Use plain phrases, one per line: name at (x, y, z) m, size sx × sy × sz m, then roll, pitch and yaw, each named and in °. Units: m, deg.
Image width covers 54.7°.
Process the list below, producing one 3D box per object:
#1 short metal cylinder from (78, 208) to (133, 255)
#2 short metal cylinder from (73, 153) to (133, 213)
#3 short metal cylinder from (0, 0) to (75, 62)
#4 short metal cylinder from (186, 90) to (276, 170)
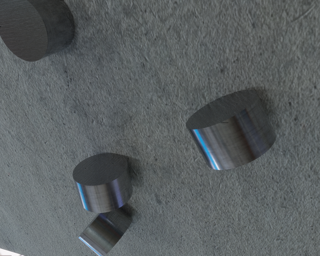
short metal cylinder at (-0.091, 0.169, 0.524) m, size 0.050 × 0.080 × 0.080 m, roll 41°, pitch 129°, yaw 0°
short metal cylinder at (-0.085, 0.080, 0.466) m, size 0.080 × 0.080 × 0.050 m, roll 7°, pitch 122°, yaw 24°
short metal cylinder at (-0.157, -0.131, 0.393) m, size 0.080 × 0.050 × 0.079 m, roll 13°, pitch 124°, yaw 21°
short metal cylinder at (0.075, 0.001, 0.332) m, size 0.080 × 0.080 × 0.050 m, roll -18°, pitch 109°, yaw 35°
